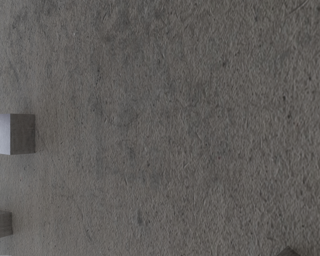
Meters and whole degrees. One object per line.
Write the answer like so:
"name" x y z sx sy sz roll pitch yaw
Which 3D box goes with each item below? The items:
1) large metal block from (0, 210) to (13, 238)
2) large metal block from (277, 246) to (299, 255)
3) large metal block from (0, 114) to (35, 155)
"large metal block" -0.389 0.218 0.691 0.080 0.081 0.050 -7 86 40
"large metal block" 0.125 0.174 0.285 0.080 0.050 0.079 37 113 34
"large metal block" -0.302 0.012 0.639 0.080 0.050 0.080 0 90 40
